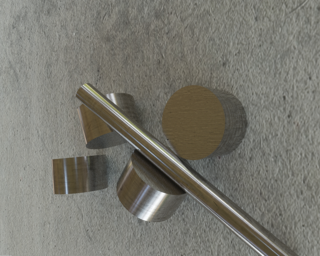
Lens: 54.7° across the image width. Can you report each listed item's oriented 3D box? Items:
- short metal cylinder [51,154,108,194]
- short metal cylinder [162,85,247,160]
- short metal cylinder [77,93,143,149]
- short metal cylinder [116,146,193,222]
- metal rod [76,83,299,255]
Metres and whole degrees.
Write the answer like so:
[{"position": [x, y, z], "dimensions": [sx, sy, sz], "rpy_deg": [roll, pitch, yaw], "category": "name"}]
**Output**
[{"position": [-0.121, 0.069, 0.469], "dimensions": [0.080, 0.081, 0.050], "rpy_deg": [-9, 85, 39], "category": "short metal cylinder"}, {"position": [0.049, -0.006, 0.348], "dimensions": [0.080, 0.050, 0.079], "rpy_deg": [0, 90, 40], "category": "short metal cylinder"}, {"position": [-0.068, -0.008, 0.425], "dimensions": [0.080, 0.081, 0.050], "rpy_deg": [-28, 73, 36], "category": "short metal cylinder"}, {"position": [-0.005, 0.063, 0.369], "dimensions": [0.080, 0.081, 0.050], "rpy_deg": [49, 127, 29], "category": "short metal cylinder"}, {"position": [0.018, 0.045, 0.341], "dimensions": [0.300, 0.025, 0.025], "rpy_deg": [39, 115, 16], "category": "metal rod"}]
